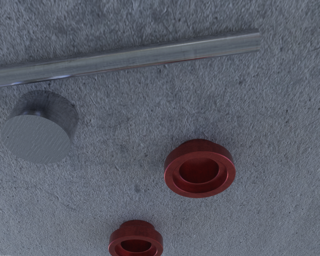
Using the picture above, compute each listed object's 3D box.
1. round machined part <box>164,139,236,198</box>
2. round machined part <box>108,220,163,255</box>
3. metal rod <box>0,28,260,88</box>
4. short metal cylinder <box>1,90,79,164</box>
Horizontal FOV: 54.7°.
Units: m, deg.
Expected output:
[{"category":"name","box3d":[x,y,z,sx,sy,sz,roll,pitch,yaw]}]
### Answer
[{"category":"round machined part","box3d":[0.055,0.054,0.442,0.099,0.042,0.097,0,130,0]},{"category":"round machined part","box3d":[-0.043,0.206,0.571,0.099,0.042,0.097,0,130,0]},{"category":"metal rod","box3d":[-0.046,-0.075,0.342,0.302,0.025,0.025,-7,130,5]},{"category":"short metal cylinder","box3d":[-0.148,0.000,0.389,0.081,0.050,0.079,0,130,0]}]
